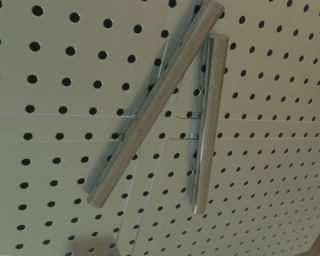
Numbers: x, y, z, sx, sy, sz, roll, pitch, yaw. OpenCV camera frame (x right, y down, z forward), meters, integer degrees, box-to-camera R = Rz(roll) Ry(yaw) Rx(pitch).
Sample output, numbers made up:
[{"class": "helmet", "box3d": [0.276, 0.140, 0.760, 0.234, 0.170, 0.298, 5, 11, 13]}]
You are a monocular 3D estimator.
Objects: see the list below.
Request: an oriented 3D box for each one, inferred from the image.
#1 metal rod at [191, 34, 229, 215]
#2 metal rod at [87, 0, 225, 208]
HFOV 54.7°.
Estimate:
[{"class": "metal rod", "box3d": [0.070, 0.014, 0.460, 0.025, 0.025, 0.298, -13, 124, -22]}, {"class": "metal rod", "box3d": [-0.012, -0.021, 0.392, 0.025, 0.025, 0.299, 22, 107, -37]}]
